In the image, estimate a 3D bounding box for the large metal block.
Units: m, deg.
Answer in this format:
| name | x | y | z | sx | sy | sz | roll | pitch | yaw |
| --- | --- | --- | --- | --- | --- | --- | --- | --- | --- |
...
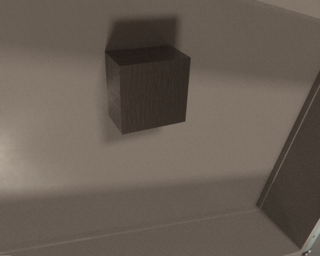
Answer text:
| name | x | y | z | sx | sy | sz | roll | pitch | yaw |
| --- | --- | --- | --- | --- | --- | --- | --- | --- | --- |
| large metal block | -0.015 | -0.046 | 0.357 | 0.081 | 0.050 | 0.079 | -12 | 124 | -22 |
